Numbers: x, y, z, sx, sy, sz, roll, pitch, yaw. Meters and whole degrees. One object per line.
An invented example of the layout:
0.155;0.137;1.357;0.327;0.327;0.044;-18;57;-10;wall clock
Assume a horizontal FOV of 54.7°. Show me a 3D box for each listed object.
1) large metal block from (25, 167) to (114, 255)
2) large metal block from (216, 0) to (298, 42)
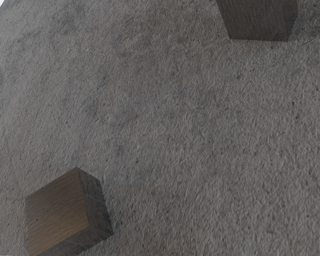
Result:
-0.113;0.108;0.381;0.080;0.050;0.080;-31;52;8;large metal block
0.127;-0.160;0.400;0.080;0.080;0.050;14;69;34;large metal block
